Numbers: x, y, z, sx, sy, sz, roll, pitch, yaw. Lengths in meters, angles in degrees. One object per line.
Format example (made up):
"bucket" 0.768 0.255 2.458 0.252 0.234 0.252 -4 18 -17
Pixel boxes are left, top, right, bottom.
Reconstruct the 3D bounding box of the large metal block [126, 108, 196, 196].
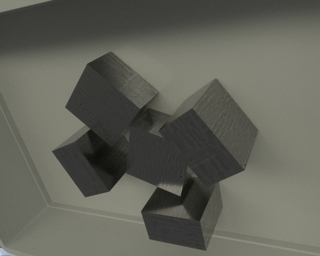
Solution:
"large metal block" 0.006 0.031 0.405 0.080 0.050 0.079 20 126 15

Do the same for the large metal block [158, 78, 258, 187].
"large metal block" 0.057 0.003 0.342 0.080 0.080 0.050 49 128 -7

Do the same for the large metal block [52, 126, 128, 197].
"large metal block" -0.089 0.038 0.440 0.050 0.080 0.080 -20 108 35

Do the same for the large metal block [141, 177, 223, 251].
"large metal block" 0.033 0.111 0.422 0.080 0.080 0.050 1 119 27

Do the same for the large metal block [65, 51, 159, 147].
"large metal block" -0.063 -0.036 0.399 0.080 0.050 0.080 41 129 0
